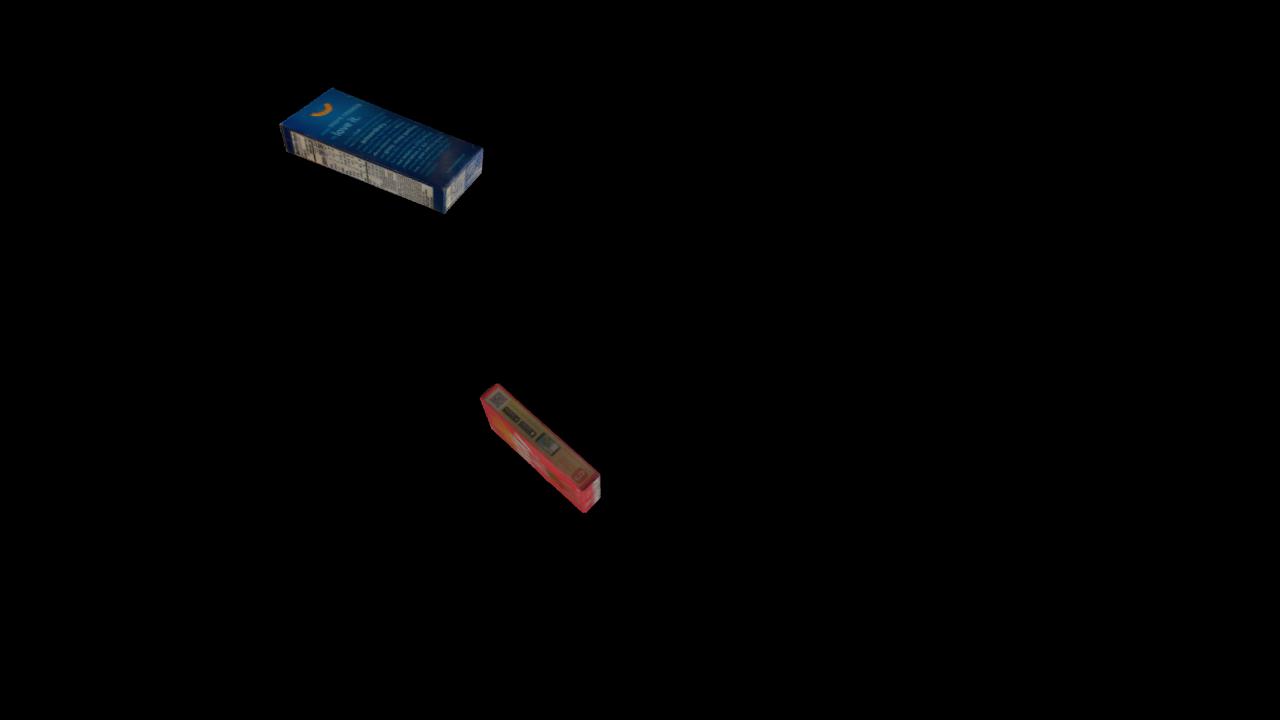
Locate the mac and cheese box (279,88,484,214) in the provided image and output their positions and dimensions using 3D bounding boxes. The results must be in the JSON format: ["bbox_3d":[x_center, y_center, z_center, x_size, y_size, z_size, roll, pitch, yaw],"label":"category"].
[{"bbox_3d":[-0.278,-0.231,0.676,0.184,0.093,0.041,22,-39,0],"label":"mac and cheese box"}]

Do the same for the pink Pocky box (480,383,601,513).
[{"bbox_3d":[-0.107,0.097,0.667,0.155,0.029,0.084,39,-25,16],"label":"pink Pocky box"}]
